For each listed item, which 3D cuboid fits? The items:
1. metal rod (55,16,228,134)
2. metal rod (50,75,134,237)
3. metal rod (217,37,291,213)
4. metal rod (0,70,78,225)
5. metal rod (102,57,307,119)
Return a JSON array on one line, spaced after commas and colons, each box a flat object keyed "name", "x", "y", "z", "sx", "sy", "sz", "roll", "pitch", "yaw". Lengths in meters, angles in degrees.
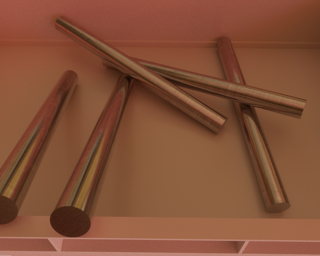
[{"name": "metal rod", "x": -0.037, "y": -0.084, "z": 0.448, "sx": 0.300, "sy": 0.025, "sz": 0.025, "roll": 34, "pitch": 58, "yaw": 16}, {"name": "metal rod", "x": -0.053, "y": -0.005, "z": 0.328, "sx": 0.025, "sy": 0.025, "sz": 0.300, "roll": 1, "pitch": 25, "yaw": 1}, {"name": "metal rod", "x": 0.118, "y": -0.029, "z": 0.429, "sx": 0.025, "sy": 0.025, "sz": 0.300, "roll": -3, "pitch": 50, "yaw": -2}, {"name": "metal rod", "x": -0.121, "y": -0.011, "z": 0.336, "sx": 0.025, "sy": 0.025, "sz": 0.300, "roll": -5, "pitch": 26, "yaw": -4}, {"name": "metal rod", "x": 0.045, "y": -0.067, "z": 0.439, "sx": 0.301, "sy": 0.025, "sz": 0.025, "roll": 19, "pitch": 52, "yaw": 23}]
